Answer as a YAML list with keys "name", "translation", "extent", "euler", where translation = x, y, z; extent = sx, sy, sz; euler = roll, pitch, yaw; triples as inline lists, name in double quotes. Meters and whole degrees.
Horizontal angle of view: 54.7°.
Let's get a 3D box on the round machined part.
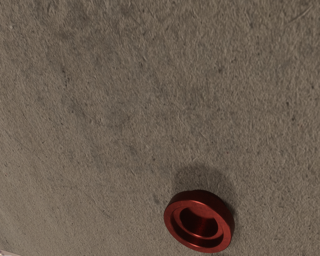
- name: "round machined part"
  translation: [0.059, 0.128, 0.443]
  extent: [0.098, 0.042, 0.097]
  euler: [13, 124, 20]
